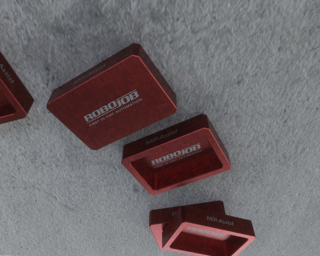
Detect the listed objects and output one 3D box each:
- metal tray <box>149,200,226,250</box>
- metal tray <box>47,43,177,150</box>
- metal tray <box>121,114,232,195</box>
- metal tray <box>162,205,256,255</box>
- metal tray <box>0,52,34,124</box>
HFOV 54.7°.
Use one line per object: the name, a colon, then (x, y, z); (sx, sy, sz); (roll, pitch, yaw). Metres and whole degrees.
metal tray: (0.054, 0.177, 0.555); (0.131, 0.030, 0.090); (-10, 130, 8)
metal tray: (-0.057, -0.032, 0.376); (0.130, 0.030, 0.090); (-25, 126, 19)
metal tray: (0.023, 0.042, 0.439); (0.130, 0.030, 0.090); (-22, 127, 17)
metal tray: (0.079, 0.179, 0.517); (0.131, 0.030, 0.089); (16, 128, -14)
metal tray: (-0.219, -0.059, 0.349); (0.090, 0.030, 0.129); (-13, 129, 10)
